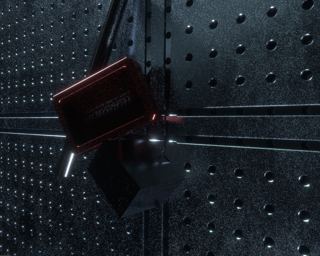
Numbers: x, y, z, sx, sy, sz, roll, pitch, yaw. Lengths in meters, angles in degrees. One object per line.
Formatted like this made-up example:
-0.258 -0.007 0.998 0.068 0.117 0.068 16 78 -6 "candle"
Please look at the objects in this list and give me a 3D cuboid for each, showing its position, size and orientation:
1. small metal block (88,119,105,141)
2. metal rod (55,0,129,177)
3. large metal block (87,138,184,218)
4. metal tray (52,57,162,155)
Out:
-0.100 -0.004 0.489 0.050 0.025 0.050 -10 84 39 "small metal block"
-0.100 -0.070 0.464 0.025 0.025 0.298 23 97 37 "metal rod"
-0.031 0.059 0.397 0.080 0.081 0.050 47 118 29 "large metal block"
-0.075 -0.028 0.427 0.130 0.030 0.090 -25 83 15 "metal tray"
